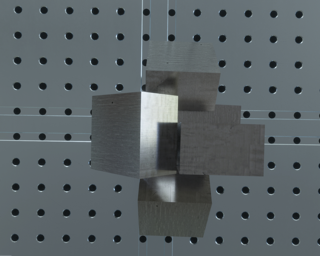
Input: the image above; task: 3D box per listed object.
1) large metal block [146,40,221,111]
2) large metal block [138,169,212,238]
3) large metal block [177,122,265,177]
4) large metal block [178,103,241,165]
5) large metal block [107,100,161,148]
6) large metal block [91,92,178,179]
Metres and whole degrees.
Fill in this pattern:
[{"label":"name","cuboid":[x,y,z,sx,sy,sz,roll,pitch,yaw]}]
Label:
[{"label":"large metal block","cuboid":[0.025,-0.066,0.379,0.080,0.080,0.050,2,128,0]},{"label":"large metal block","cuboid":[0.016,0.091,0.380,0.080,0.050,0.080,2,135,0]},{"label":"large metal block","cuboid":[0.060,0.020,0.336,0.080,0.080,0.050,2,90,0]},{"label":"large metal block","cuboid":[0.057,0.011,0.401,0.080,0.050,0.080,3,90,0]},{"label":"large metal block","cuboid":[-0.028,0.006,0.401,0.080,0.050,0.080,7,90,0]},{"label":"large metal block","cuboid":[-0.029,0.006,0.328,0.080,0.050,0.080,2,91,45]}]
